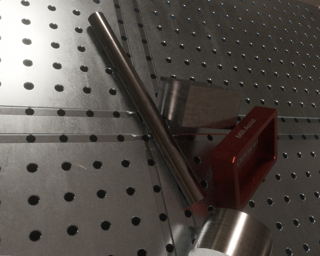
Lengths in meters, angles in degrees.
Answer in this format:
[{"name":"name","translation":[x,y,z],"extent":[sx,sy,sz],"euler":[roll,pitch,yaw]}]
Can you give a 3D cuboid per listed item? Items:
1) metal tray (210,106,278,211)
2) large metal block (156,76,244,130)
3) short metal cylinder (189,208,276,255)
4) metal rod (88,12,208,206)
[{"name":"metal tray","translation":[0.117,0.038,0.411],"extent":[0.131,0.030,0.089],"euler":[-38,128,-39]},{"name":"large metal block","translation":[0.049,-0.034,0.414],"extent":[0.081,0.080,0.050],"euler":[4,104,-27]},{"name":"short metal cylinder","translation":[0.078,0.133,0.336],"extent":[0.080,0.080,0.050],"euler":[38,51,-3]},{"name":"metal rod","translation":[-0.023,-0.036,0.418],"extent":[0.025,0.025,0.299],"euler":[-19,72,-35]}]
